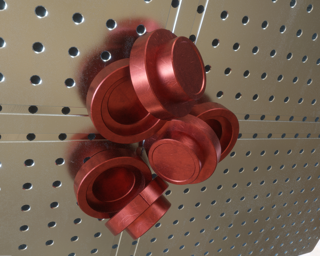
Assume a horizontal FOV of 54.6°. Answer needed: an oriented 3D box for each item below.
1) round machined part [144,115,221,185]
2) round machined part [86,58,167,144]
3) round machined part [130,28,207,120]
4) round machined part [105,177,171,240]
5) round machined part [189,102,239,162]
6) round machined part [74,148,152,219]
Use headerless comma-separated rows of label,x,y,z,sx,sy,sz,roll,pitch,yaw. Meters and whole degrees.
round machined part,0.024,0.033,0.394,0.042,0.098,0.097,-51,148,-52
round machined part,-0.036,-0.034,0.358,0.099,0.042,0.097,-14,124,-21
round machined part,0.016,-0.060,0.335,0.098,0.042,0.098,18,67,-51
round machined part,-0.023,0.111,0.418,0.098,0.098,0.042,-42,85,-4
round machined part,0.058,0.007,0.435,0.099,0.042,0.097,-14,124,-21
round machined part,-0.063,0.067,0.406,0.099,0.042,0.097,-14,124,-21
